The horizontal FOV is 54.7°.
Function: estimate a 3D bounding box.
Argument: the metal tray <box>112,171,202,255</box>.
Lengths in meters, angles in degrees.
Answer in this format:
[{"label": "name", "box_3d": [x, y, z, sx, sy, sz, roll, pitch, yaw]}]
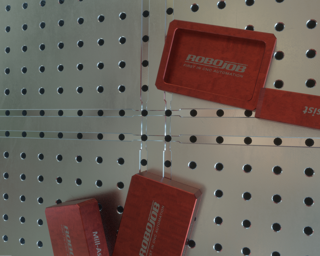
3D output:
[{"label": "metal tray", "box_3d": [-0.006, 0.133, 0.411, 0.090, 0.030, 0.129, 16, 95, 18]}]

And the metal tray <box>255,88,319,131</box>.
[{"label": "metal tray", "box_3d": [0.169, -0.012, 0.318, 0.130, 0.090, 0.030, 12, 94, 19]}]

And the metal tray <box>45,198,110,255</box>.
[{"label": "metal tray", "box_3d": [-0.113, 0.168, 0.432, 0.090, 0.030, 0.129, -18, 84, 40]}]

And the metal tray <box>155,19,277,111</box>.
[{"label": "metal tray", "box_3d": [0.067, -0.078, 0.385, 0.130, 0.030, 0.089, 15, 95, 19]}]
